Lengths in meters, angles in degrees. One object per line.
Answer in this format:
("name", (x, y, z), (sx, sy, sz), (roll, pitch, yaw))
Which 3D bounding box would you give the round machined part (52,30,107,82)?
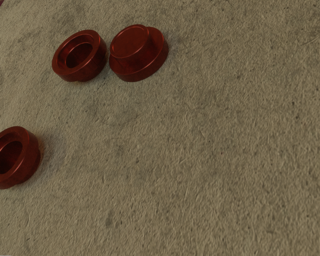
("round machined part", (-0.134, -0.119, 0.537), (0.098, 0.042, 0.098), (-13, 56, 21))

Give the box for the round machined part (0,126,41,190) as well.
("round machined part", (-0.228, 0.049, 0.483), (0.098, 0.042, 0.098), (-13, 56, 21))

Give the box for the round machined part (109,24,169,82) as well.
("round machined part", (-0.040, -0.125, 0.491), (0.098, 0.042, 0.098), (-13, 56, 21))
